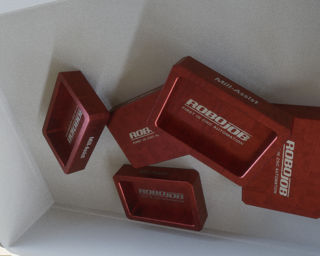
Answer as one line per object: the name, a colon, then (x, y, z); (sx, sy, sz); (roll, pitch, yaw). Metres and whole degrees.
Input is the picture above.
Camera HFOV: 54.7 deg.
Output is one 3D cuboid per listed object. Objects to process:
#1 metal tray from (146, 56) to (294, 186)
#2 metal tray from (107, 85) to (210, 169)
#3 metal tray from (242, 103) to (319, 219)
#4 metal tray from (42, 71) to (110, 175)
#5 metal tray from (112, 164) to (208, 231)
metal tray: (0.059, -0.005, 0.331); (0.130, 0.030, 0.089); (32, 129, 7)
metal tray: (-0.003, -0.002, 0.406); (0.130, 0.030, 0.090); (-19, 108, 35)
metal tray: (0.143, 0.038, 0.353); (0.090, 0.030, 0.129); (7, 122, 24)
metal tray: (-0.126, -0.006, 0.445); (0.090, 0.030, 0.129); (53, 133, 23)
metal tray: (0.000, 0.104, 0.469); (0.130, 0.030, 0.089); (0, 119, 28)
